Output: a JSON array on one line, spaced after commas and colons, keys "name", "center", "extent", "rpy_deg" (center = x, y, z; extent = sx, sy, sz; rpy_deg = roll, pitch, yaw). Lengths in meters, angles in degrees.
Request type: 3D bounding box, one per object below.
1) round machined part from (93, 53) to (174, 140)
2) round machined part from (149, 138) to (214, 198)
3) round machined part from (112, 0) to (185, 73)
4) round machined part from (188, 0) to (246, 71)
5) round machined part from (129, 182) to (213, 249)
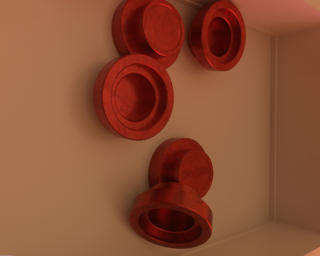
[{"name": "round machined part", "center": [-0.034, -0.036, 0.364], "extent": [0.099, 0.042, 0.097], "rpy_deg": [-4, 96, -38]}, {"name": "round machined part", "center": [0.036, 0.062, 0.425], "extent": [0.099, 0.042, 0.097], "rpy_deg": [0, 90, -40]}, {"name": "round machined part", "center": [-0.007, -0.121, 0.389], "extent": [0.099, 0.042, 0.097], "rpy_deg": [0, 90, -40]}, {"name": "round machined part", "center": [0.080, -0.133, 0.456], "extent": [0.099, 0.042, 0.097], "rpy_deg": [-9, 104, -39]}, {"name": "round machined part", "center": [0.015, 0.103, 0.380], "extent": [0.098, 0.098, 0.042], "rpy_deg": [51, 33, -28]}]
